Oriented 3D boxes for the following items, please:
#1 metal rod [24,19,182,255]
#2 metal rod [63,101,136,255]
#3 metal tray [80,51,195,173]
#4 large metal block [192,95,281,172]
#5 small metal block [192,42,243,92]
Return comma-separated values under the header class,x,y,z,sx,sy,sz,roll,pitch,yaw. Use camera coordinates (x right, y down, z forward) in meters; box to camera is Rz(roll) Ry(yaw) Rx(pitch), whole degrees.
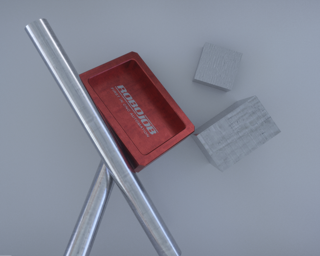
class,x,y,z,sx,sy,sz,roll,pitch,yaw
metal rod,-0.058,0.021,0.343,0.025,0.025,0.299,-29,97,0
metal rod,-0.075,0.096,0.339,0.025,0.025,0.300,17,60,0
metal tray,-0.031,-0.023,0.379,0.091,0.030,0.130,-33,82,-31
large metal block,0.088,0.006,0.385,0.080,0.080,0.050,-35,91,0
small metal block,0.076,-0.080,0.412,0.050,0.025,0.050,17,90,-1
